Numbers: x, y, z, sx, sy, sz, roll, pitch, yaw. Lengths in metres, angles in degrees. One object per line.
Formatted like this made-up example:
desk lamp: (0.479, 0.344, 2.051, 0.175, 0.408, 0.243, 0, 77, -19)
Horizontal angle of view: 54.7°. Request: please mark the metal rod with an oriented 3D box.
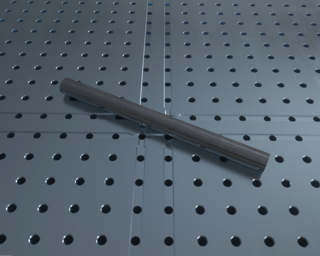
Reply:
metal rod: (-0.006, -0.010, 0.416, 0.301, 0.025, 0.025, 21, 53, 16)
